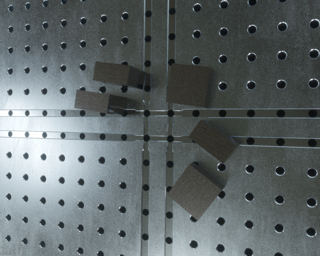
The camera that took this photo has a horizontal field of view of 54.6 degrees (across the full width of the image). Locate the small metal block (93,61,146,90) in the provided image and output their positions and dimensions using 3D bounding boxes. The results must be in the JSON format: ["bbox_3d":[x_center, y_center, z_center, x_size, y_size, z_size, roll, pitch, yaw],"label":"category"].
[{"bbox_3d":[-0.054,-0.070,0.419,0.050,0.050,0.025,11,94,20],"label":"small metal block"}]

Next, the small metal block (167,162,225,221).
[{"bbox_3d":[0.046,0.080,0.397,0.050,0.025,0.050,38,102,16],"label":"small metal block"}]

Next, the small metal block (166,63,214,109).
[{"bbox_3d":[0.039,-0.054,0.399,0.050,0.025,0.050,10,93,19],"label":"small metal block"}]

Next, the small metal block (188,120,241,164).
[{"bbox_3d":[0.068,0.015,0.376,0.050,0.050,0.025,38,102,16],"label":"small metal block"}]

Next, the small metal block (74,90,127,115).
[{"bbox_3d":[-0.081,-0.035,0.429,0.050,0.050,0.025,10,94,20],"label":"small metal block"}]
